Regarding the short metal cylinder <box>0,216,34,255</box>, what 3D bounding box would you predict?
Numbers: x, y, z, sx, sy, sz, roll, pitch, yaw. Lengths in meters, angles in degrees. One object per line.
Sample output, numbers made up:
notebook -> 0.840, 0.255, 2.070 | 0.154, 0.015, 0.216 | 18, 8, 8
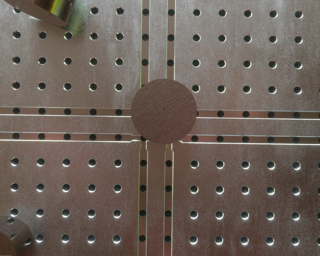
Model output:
short metal cylinder -> -0.213, 0.160, 0.399 | 0.081, 0.050, 0.079 | 0, 90, 0

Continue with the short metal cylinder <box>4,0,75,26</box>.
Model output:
short metal cylinder -> -0.147, -0.168, 0.384 | 0.080, 0.080, 0.050 | 20, 90, 0

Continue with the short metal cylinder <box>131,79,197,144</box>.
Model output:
short metal cylinder -> 0.005, -0.020, 0.401 | 0.081, 0.050, 0.079 | 0, 90, 0
